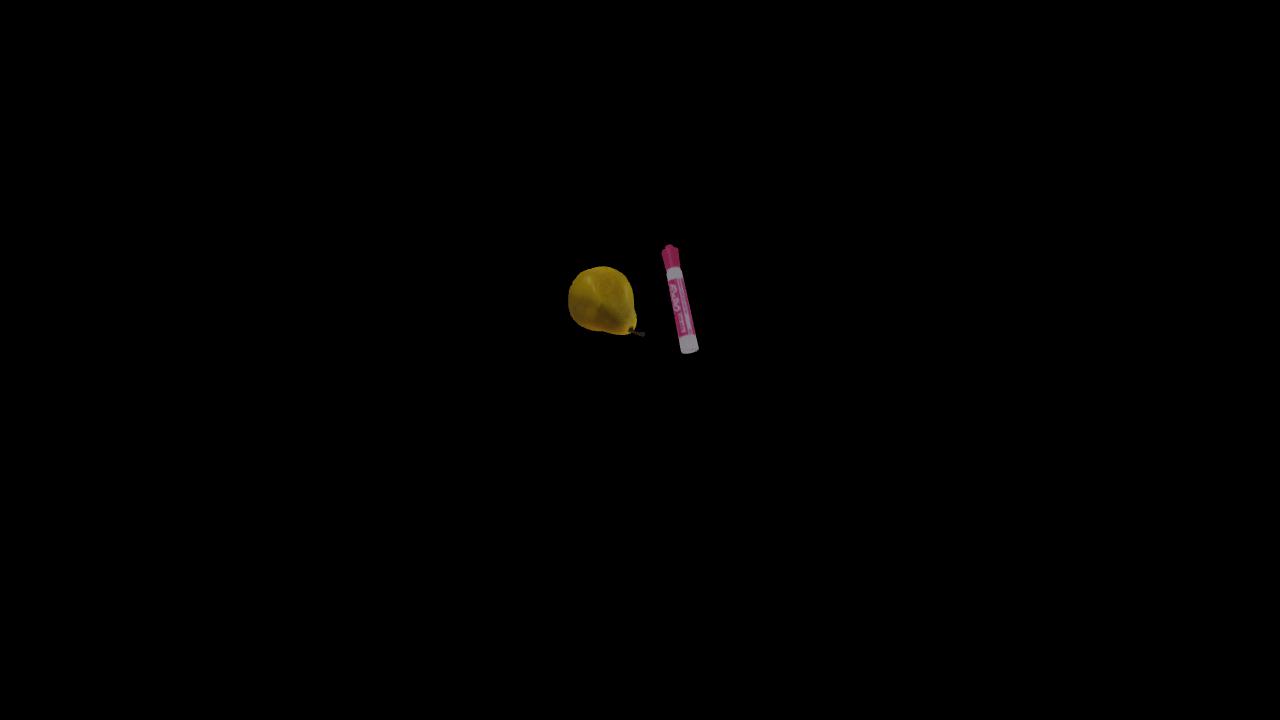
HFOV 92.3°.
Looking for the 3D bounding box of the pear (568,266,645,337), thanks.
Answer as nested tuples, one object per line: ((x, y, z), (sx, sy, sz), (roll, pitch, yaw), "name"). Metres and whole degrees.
((-0.036, -0.056, 0.716), (0.080, 0.111, 0.080), (-20, -37, -16), "pear")

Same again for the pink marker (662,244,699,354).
((0.041, -0.066, 0.651), (0.020, 0.121, 0.020), (-10, -15, -3), "pink marker")
